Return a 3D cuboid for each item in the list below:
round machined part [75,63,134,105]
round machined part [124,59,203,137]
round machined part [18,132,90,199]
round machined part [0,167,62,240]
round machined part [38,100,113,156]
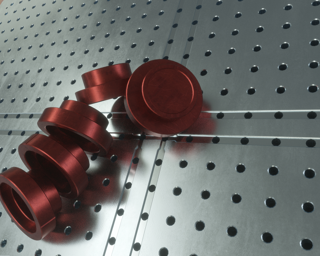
[{"bbox_3d":[-0.071,-0.062,0.434,0.098,0.098,0.042,-12,98,21],"label":"round machined part"},{"bbox_3d":[0.007,-0.040,0.382,0.099,0.042,0.098,3,78,-14],"label":"round machined part"},{"bbox_3d":[-0.133,0.044,0.407,0.098,0.097,0.042,11,44,32],"label":"round machined part"},{"bbox_3d":[-0.166,0.092,0.402,0.098,0.097,0.042,16,34,34],"label":"round machined part"},{"bbox_3d":[-0.109,-0.003,0.418,0.098,0.098,0.042,7,65,31],"label":"round machined part"}]
